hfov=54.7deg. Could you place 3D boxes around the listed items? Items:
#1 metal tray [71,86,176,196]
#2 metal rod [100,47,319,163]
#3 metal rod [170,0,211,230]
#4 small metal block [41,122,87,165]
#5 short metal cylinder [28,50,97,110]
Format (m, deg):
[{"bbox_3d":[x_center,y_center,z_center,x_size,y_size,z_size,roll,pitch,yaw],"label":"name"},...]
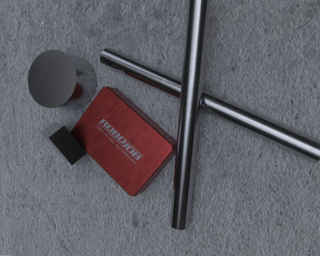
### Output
[{"bbox_3d":[-0.050,0.017,0.424,0.130,0.030,0.090,42,103,15],"label":"metal tray"},{"bbox_3d":[0.052,-0.036,0.390,0.301,0.025,0.025,27,99,17],"label":"metal rod"},{"bbox_3d":[0.036,-0.020,0.371,0.025,0.025,0.298,8,102,20],"label":"metal rod"},{"bbox_3d":[-0.135,0.020,0.431,0.025,0.050,0.050,-42,117,-21],"label":"small metal block"},{"bbox_3d":[-0.139,-0.067,0.445,0.080,0.050,0.079,0,90,20],"label":"short metal cylinder"}]
